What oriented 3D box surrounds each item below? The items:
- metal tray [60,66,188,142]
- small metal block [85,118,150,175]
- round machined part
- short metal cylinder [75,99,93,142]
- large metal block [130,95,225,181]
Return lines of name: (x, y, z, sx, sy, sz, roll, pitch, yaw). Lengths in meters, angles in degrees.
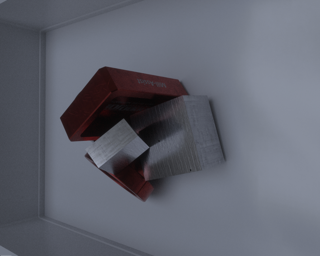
metal tray: (-0.037, -0.024, 0.364, 0.090, 0.131, 0.030, -42, 66, 31)
small metal block: (-0.044, 0.022, 0.334, 0.050, 0.050, 0.025, -39, 70, -2)
round machined part: (-0.046, 0.050, 0.405, 0.098, 0.098, 0.042, 26, 71, 36)
short metal cylinder: (-0.075, -0.016, 0.428, 0.050, 0.081, 0.079, 28, 108, 36)
large metal block: (0.019, 0.012, 0.362, 0.080, 0.050, 0.080, -18, 83, 38)
